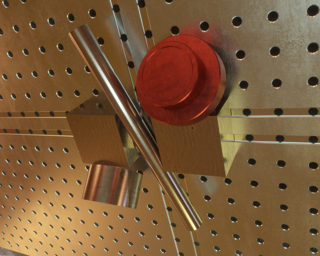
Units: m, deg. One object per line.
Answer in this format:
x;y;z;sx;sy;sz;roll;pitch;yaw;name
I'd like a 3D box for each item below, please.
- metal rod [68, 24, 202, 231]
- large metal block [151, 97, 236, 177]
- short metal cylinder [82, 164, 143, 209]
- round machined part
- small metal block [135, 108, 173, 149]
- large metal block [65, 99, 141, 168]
-0.023;0.011;0.397;0.025;0.025;0.299;-19;109;35;metal rod
0.043;0.010;0.379;0.080;0.050;0.080;1;119;27;large metal block
-0.070;0.087;0.458;0.080;0.050;0.080;9;164;3;short metal cylinder
0.016;-0.052;0.328;0.098;0.042;0.097;-4;82;27;round machined part
-0.010;0.001;0.418;0.050;0.025;0.050;1;119;28;small metal block
-0.074;0.006;0.439;0.080;0.050;0.080;2;120;27;large metal block
